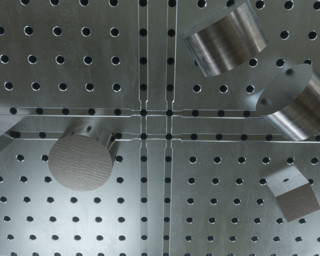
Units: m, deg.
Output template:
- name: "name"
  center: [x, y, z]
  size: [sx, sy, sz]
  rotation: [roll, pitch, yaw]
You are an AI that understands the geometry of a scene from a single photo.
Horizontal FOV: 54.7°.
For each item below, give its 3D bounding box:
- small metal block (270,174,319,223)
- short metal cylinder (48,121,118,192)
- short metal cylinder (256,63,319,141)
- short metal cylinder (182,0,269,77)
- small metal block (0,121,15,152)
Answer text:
- name: "small metal block"
  center: [0.197, 0.103, 0.453]
  size: [0.050, 0.025, 0.050]
  rotation: [-27, 108, 9]
- name: "short metal cylinder"
  center: [-0.100, 0.037, 0.413]
  size: [0.081, 0.050, 0.079]
  rotation: [0, 110, 0]
- name: "short metal cylinder"
  center: [0.165, -0.031, 0.374]
  size: [0.050, 0.080, 0.080]
  rotation: [39, 105, -13]
- name: "short metal cylinder"
  center: [0.073, -0.101, 0.348]
  size: [0.080, 0.080, 0.050]
  rotation: [-30, 108, 10]
- name: "small metal block"
  center: [-0.225, 0.009, 0.401]
  size: [0.050, 0.050, 0.025]
  rotation: [14, 110, -5]
